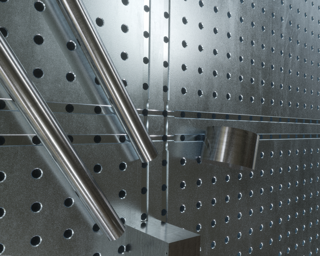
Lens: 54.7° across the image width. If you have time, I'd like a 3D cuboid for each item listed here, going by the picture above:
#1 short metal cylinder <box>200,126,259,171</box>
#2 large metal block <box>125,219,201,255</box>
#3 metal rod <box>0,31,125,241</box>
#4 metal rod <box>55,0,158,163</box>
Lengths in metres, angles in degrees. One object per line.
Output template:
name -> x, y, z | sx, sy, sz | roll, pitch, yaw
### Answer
short metal cylinder -> 0.104, 0.031, 0.463 | 0.080, 0.080, 0.050 | 20, 78, -39
large metal block -> 0.001, 0.164, 0.377 | 0.050, 0.080, 0.080 | 4, 88, -40
metal rod -> -0.115, -0.001, 0.313 | 0.025, 0.025, 0.299 | -41, 115, -33
metal rod -> -0.074, -0.089, 0.347 | 0.025, 0.025, 0.299 | -40, 114, -33
